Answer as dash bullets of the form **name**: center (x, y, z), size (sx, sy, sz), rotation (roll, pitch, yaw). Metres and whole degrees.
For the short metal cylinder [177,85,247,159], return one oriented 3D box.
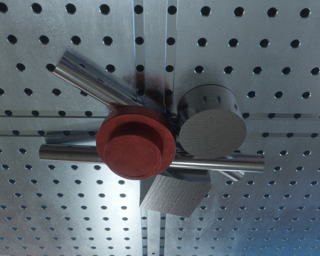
- **short metal cylinder**: center (0.063, -0.007, 0.389), size (0.081, 0.050, 0.079), rotation (0, 130, 0)

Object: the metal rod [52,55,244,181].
- **metal rod**: center (0.002, -0.001, 0.411), size (0.301, 0.025, 0.025), rotation (31, 123, -24)

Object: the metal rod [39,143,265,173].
- **metal rod**: center (-0.016, 0.040, 0.421), size (0.302, 0.025, 0.025), rotation (2, 131, 7)

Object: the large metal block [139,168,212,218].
- **large metal block**: center (0.021, 0.084, 0.465), size (0.081, 0.050, 0.079), rotation (16, 128, -13)

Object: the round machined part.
- **round machined part**: center (-0.030, 0.025, 0.377), size (0.099, 0.042, 0.097), rotation (3, 122, 4)
